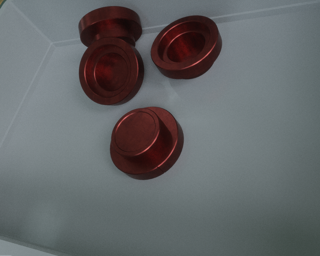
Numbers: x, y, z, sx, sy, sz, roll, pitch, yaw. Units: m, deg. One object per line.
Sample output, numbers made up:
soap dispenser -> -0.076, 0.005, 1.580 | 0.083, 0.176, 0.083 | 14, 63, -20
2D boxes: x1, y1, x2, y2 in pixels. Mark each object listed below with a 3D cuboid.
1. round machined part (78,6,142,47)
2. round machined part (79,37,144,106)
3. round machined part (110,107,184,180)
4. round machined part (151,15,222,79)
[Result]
round machined part -> -0.076, -0.146, 0.491 | 0.098, 0.098, 0.042 | -16, 77, 19
round machined part -> -0.068, -0.082, 0.461 | 0.098, 0.042, 0.097 | 1, 92, 22
round machined part -> -0.023, 0.014, 0.397 | 0.098, 0.042, 0.098 | -13, 56, 20
round machined part -> 0.040, -0.108, 0.439 | 0.098, 0.042, 0.098 | -13, 56, 20
